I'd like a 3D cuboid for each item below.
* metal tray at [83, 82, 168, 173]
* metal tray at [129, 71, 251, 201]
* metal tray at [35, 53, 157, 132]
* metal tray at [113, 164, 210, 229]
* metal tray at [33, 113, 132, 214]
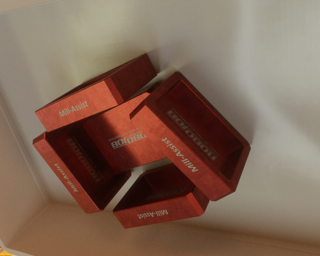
[{"bbox_3d":[-0.033,0.004,0.420,0.130,0.030,0.090,-21,107,35],"label":"metal tray"},{"bbox_3d":[0.039,0.006,0.347,0.130,0.090,0.030,45,130,-4],"label":"metal tray"},{"bbox_3d":[-0.078,-0.042,0.377,0.130,0.090,0.030,-17,110,34],"label":"metal tray"},{"bbox_3d":[0.010,0.083,0.409,0.130,0.090,0.030,-22,107,36],"label":"metal tray"},{"bbox_3d":[-0.106,0.045,0.445,0.030,0.090,0.130,-23,106,36],"label":"metal tray"}]
